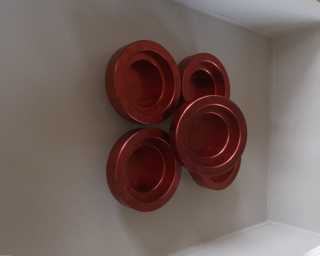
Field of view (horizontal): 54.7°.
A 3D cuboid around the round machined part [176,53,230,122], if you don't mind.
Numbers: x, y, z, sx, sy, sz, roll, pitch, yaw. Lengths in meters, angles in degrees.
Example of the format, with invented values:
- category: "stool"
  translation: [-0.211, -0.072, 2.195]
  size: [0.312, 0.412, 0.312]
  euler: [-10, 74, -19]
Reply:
- category: "round machined part"
  translation: [0.053, -0.054, 0.440]
  size: [0.099, 0.042, 0.097]
  euler: [0, 90, -40]

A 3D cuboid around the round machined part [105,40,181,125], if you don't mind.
- category: "round machined part"
  translation: [-0.024, -0.053, 0.375]
  size: [0.099, 0.042, 0.097]
  euler: [0, 90, -40]

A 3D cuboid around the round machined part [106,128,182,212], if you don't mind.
- category: "round machined part"
  translation: [-0.023, 0.048, 0.376]
  size: [0.099, 0.042, 0.097]
  euler: [0, 90, -40]

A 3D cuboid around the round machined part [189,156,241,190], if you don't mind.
- category: "round machined part"
  translation: [0.074, 0.040, 0.458]
  size: [0.099, 0.042, 0.097]
  euler: [0, 90, -40]

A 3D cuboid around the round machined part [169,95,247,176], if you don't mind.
- category: "round machined part"
  translation: [0.056, 0.008, 0.387]
  size: [0.099, 0.042, 0.097]
  euler: [-2, 96, -22]
